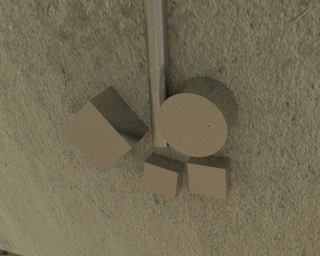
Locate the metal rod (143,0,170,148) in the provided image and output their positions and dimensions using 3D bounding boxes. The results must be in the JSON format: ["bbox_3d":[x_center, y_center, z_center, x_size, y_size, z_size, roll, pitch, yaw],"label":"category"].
[{"bbox_3d":[-0.004,-0.109,0.340,0.025,0.025,0.298,11,123,22],"label":"metal rod"}]

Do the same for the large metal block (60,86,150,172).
[{"bbox_3d":[-0.076,0.002,0.431,0.080,0.050,0.080,49,128,-7],"label":"large metal block"}]

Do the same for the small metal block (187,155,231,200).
[{"bbox_3d":[0.066,0.063,0.411,0.050,0.025,0.050,7,122,24],"label":"small metal block"}]

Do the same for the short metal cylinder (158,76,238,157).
[{"bbox_3d":[0.044,-0.013,0.358,0.080,0.050,0.079,13,124,20],"label":"short metal cylinder"}]

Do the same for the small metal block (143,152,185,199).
[{"bbox_3d":[0.005,0.069,0.445,0.050,0.025,0.050,16,125,18],"label":"small metal block"}]
